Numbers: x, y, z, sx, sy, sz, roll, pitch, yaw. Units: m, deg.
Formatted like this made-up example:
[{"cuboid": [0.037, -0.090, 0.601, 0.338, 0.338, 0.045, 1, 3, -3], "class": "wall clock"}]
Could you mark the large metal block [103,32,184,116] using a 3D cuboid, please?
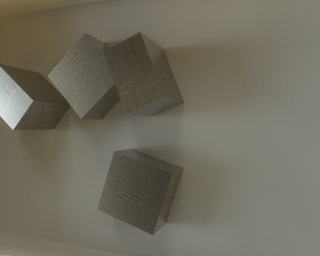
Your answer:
[{"cuboid": [-0.017, -0.062, 0.386, 0.050, 0.080, 0.080, -23, 83, 18], "class": "large metal block"}]

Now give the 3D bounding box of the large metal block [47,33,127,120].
[{"cuboid": [-0.092, -0.068, 0.428, 0.080, 0.050, 0.080, -44, 77, 14], "class": "large metal block"}]

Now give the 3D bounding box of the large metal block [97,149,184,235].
[{"cuboid": [-0.025, 0.079, 0.405, 0.080, 0.050, 0.080, 19, 96, 18], "class": "large metal block"}]

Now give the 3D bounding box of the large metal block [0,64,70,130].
[{"cuboid": [-0.192, -0.042, 0.447, 0.080, 0.080, 0.050, 43, 103, 14], "class": "large metal block"}]
